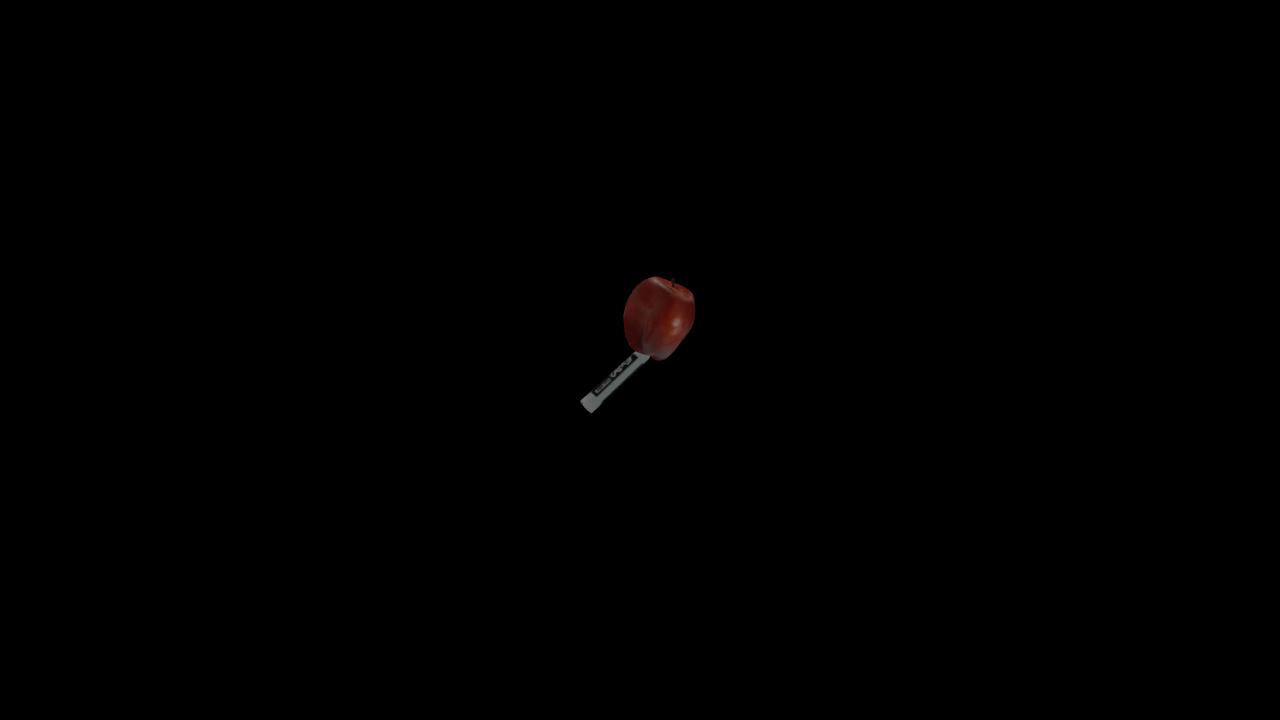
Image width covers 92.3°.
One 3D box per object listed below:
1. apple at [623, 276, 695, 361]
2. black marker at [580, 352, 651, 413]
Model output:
[{"bbox_3d":[0.021,-0.049,0.691,0.079,0.093,0.079,21,17,-7],"label":"apple"},{"bbox_3d":[-0.016,0.012,0.682,0.121,0.020,0.020,-43,12,-13],"label":"black marker"}]
